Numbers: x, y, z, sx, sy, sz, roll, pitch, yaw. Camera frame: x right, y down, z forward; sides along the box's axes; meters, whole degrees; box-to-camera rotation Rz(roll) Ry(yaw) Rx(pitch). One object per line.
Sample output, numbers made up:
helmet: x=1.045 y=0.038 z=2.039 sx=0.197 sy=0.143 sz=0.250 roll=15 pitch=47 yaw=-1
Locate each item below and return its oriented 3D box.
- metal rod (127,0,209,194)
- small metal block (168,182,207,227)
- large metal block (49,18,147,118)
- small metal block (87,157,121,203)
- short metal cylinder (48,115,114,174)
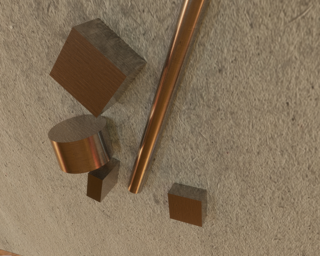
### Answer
metal rod: x=0.000 y=-0.020 z=0.393 sx=0.025 sy=0.025 sz=0.298 roll=27 pitch=128 yaw=11
small metal block: x=0.041 y=0.112 z=0.453 sx=0.050 sy=0.025 sz=0.050 roll=9 pitch=122 yaw=23
large metal block: x=-0.077 y=-0.074 z=0.384 sx=0.080 sy=0.050 sz=0.080 roll=43 pitch=129 yaw=-2
small metal block: x=-0.088 y=0.079 z=0.484 sx=0.025 sy=0.050 sz=0.050 roll=23 pitch=127 yaw=14
short metal cylinder: x=-0.111 y=0.021 z=0.441 sx=0.080 sy=0.080 sz=0.050 roll=5 pitch=121 yaw=25
